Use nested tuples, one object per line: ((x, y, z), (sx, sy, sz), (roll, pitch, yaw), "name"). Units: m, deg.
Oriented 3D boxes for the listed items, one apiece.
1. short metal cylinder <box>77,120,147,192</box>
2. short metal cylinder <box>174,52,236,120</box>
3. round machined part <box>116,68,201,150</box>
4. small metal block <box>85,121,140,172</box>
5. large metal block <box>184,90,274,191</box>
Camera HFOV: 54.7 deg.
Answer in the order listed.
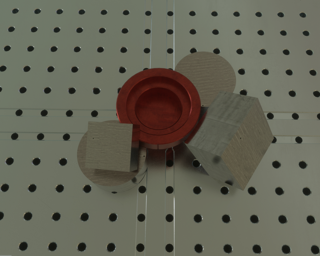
((-0.056, 0.036, 0.384), (0.081, 0.050, 0.080), (0, 70, 0), "short metal cylinder")
((0.057, -0.055, 0.419), (0.081, 0.050, 0.080), (0, 70, 0), "short metal cylinder")
((-0.002, -0.020, 0.379), (0.099, 0.042, 0.098), (0, 70, 0), "round machined part")
((-0.051, 0.019, 0.338), (0.050, 0.025, 0.050), (4, 89, 14), "small metal block")
((0.086, 0.015, 0.371), (0.050, 0.080, 0.080), (20, 67, 43), "large metal block")
